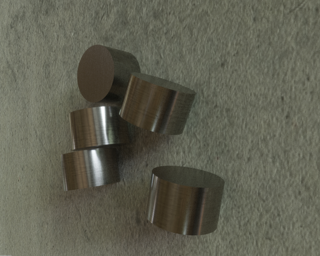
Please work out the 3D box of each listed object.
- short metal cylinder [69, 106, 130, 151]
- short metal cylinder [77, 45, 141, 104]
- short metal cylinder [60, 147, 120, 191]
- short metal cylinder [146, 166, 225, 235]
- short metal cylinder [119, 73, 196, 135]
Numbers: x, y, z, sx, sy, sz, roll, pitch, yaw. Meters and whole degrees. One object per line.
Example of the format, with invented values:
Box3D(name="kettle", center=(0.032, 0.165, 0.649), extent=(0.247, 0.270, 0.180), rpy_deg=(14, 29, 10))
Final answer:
Box3D(name="short metal cylinder", center=(-0.085, 0.002, 0.437), extent=(0.080, 0.081, 0.050), rpy_deg=(-12, 82, 39))
Box3D(name="short metal cylinder", center=(-0.074, -0.075, 0.448), extent=(0.080, 0.050, 0.079), rpy_deg=(0, 90, 39))
Box3D(name="short metal cylinder", center=(-0.101, 0.060, 0.450), extent=(0.080, 0.081, 0.050), rpy_deg=(-15, 81, 39))
Box3D(name="short metal cylinder", center=(0.028, 0.077, 0.345), extent=(0.080, 0.081, 0.050), rpy_deg=(13, 99, 39))
Box3D(name="short metal cylinder", center=(-0.003, -0.030, 0.370), extent=(0.080, 0.081, 0.050), rpy_deg=(29, 108, 36))
